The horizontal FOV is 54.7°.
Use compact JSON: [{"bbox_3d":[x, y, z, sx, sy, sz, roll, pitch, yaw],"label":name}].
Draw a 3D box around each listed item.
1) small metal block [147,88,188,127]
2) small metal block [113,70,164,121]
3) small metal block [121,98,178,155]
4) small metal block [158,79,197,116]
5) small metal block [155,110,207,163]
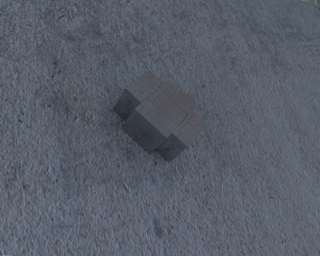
[{"bbox_3d":[-0.001,-0.015,0.399,0.050,0.050,0.025,43,51,0],"label":"small metal block"},{"bbox_3d":[-0.028,-0.041,0.399,0.025,0.050,0.050,43,51,1],"label":"small metal block"},{"bbox_3d":[-0.014,-0.001,0.383,0.050,0.050,0.025,43,51,0],"label":"small metal block"},{"bbox_3d":[0.013,-0.029,0.415,0.050,0.050,0.025,42,51,0],"label":"small metal block"},{"bbox_3d":[0.026,0.011,0.397,0.025,0.050,0.050,43,51,1],"label":"small metal block"}]
